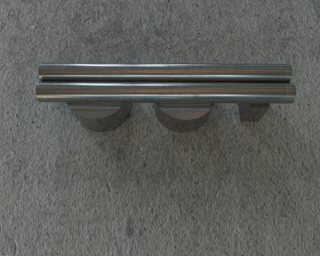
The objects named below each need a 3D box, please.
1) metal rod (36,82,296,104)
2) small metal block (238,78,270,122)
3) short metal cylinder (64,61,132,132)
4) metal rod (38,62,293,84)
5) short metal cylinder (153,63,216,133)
[{"bbox_3d":[0.007,-0.042,0.371,0.302,0.025,0.025,0,70,0],"label":"metal rod"},{"bbox_3d":[0.122,-0.040,0.413,0.025,0.050,0.050,-1,70,-1],"label":"small metal block"},{"bbox_3d":[-0.079,-0.040,0.409,0.081,0.050,0.080,0,70,0],"label":"short metal cylinder"},{"bbox_3d":[0.007,-0.067,0.380,0.302,0.025,0.025,0,70,0],"label":"metal rod"},{"bbox_3d":[0.031,-0.039,0.411,0.081,0.050,0.080,0,70,0],"label":"short metal cylinder"}]
